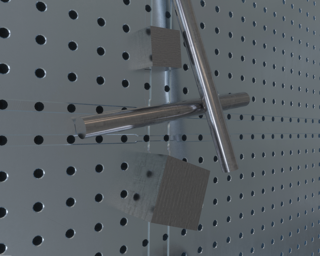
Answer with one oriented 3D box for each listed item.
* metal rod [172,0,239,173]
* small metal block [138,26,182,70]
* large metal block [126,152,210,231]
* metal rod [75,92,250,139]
[{"bbox_3d":[0.058,-0.083,0.432,0.025,0.025,0.298,-20,95,-38],"label":"metal rod"},{"bbox_3d":[0.001,-0.104,0.409,0.050,0.025,0.050,-6,94,-40],"label":"small metal block"},{"bbox_3d":[0.013,0.083,0.404,0.080,0.050,0.080,24,75,-38],"label":"large metal block"},{"bbox_3d":[0.028,-0.025,0.432,0.302,0.025,0.025,-12,98,-39],"label":"metal rod"}]
